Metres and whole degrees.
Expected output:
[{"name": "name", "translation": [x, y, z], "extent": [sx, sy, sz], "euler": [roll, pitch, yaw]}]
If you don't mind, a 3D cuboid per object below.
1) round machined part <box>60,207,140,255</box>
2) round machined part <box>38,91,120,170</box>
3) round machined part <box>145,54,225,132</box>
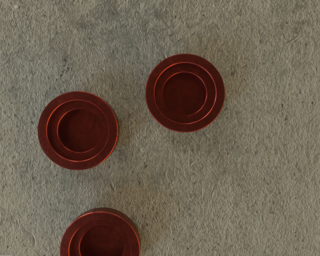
[{"name": "round machined part", "translation": [-0.074, 0.151, 0.401], "extent": [0.099, 0.042, 0.097], "euler": [0, 90, 0]}, {"name": "round machined part", "translation": [-0.101, 0.003, 0.401], "extent": [0.099, 0.042, 0.097], "euler": [0, 90, 0]}, {"name": "round machined part", "translation": [0.031, -0.043, 0.401], "extent": [0.099, 0.042, 0.097], "euler": [0, 90, 0]}]
